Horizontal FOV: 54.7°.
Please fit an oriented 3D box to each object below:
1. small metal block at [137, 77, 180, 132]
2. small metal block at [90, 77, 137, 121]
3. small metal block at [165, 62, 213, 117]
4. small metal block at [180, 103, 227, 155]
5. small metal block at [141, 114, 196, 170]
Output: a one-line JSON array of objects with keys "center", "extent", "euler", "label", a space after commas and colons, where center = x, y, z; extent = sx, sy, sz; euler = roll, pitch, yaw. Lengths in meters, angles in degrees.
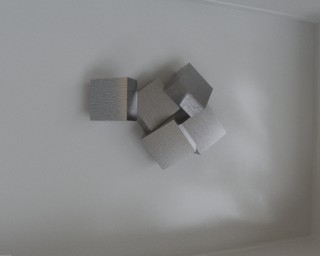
[{"center": [-0.011, -0.030, 0.406], "extent": [0.050, 0.025, 0.050], "euler": [-39, 103, -16], "label": "small metal block"}, {"center": [-0.056, -0.033, 0.374], "extent": [0.050, 0.025, 0.050], "euler": [0, 89, 23], "label": "small metal block"}, {"center": [0.040, -0.051, 0.412], "extent": [0.050, 0.025, 0.050], "euler": [45, 41, -15], "label": "small metal block"}, {"center": [0.056, 0.001, 0.431], "extent": [0.050, 0.025, 0.050], "euler": [-38, 102, -16], "label": "small metal block"}, {"center": [0.012, 0.018, 0.402], "extent": [0.050, 0.025, 0.050], "euler": [-32, 102, 14], "label": "small metal block"}]
